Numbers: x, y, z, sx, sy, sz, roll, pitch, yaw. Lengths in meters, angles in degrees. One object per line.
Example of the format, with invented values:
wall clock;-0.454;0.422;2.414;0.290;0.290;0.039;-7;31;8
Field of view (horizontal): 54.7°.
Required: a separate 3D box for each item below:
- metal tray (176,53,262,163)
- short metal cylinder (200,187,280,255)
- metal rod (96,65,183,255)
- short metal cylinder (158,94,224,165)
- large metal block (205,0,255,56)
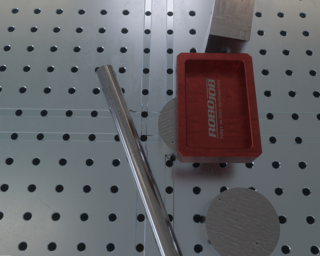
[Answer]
metal tray;0.065;-0.025;0.365;0.091;0.030;0.130;1;70;0
short metal cylinder;0.089;0.113;0.358;0.081;0.050;0.080;0;70;0
metal rod;-0.026;0.049;0.393;0.025;0.025;0.299;-19;71;-7
short metal cylinder;0.038;0.003;0.398;0.081;0.050;0.080;0;70;0
large metal block;0.094;-0.135;0.433;0.050;0.080;0.080;11;71;4
